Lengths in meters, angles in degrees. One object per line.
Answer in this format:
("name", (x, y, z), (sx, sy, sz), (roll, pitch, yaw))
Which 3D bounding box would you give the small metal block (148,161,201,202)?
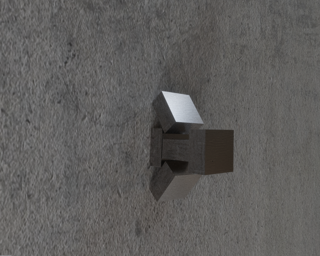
("small metal block", (0.021, 0.070, 0.410), (0.050, 0.025, 0.050), (3, 129, -40))

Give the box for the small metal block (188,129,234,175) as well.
("small metal block", (0.060, 0.027, 0.361), (0.050, 0.025, 0.050), (1, 89, -40))

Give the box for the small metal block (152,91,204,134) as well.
("small metal block", (0.023, -0.020, 0.412), (0.050, 0.025, 0.050), (3, 52, -40))

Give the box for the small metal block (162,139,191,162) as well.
("small metal block", (0.038, 0.027, 0.391), (0.050, 0.050, 0.025), (3, 88, -40))

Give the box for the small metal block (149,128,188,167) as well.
("small metal block", (0.013, 0.026, 0.420), (0.050, 0.025, 0.050), (3, 88, -40))
